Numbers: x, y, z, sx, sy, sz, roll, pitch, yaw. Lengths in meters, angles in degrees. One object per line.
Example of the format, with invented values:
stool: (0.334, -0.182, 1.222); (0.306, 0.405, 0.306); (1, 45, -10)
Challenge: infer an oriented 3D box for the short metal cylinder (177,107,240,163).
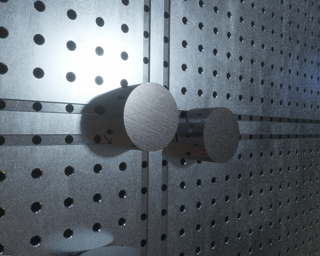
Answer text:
short metal cylinder: (0.072, 0.010, 0.456); (0.081, 0.050, 0.079); (0, 90, -40)

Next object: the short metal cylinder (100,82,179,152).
short metal cylinder: (-0.024, -0.013, 0.374); (0.081, 0.050, 0.079); (0, 90, -40)

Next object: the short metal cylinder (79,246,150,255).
short metal cylinder: (-0.050, 0.167, 0.333); (0.081, 0.080, 0.050); (2, 89, -40)
